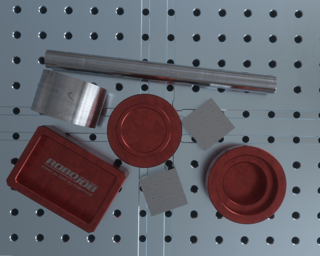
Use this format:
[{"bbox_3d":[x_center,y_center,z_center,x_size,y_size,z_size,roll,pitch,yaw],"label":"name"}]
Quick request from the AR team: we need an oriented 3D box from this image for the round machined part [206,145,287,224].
[{"bbox_3d":[0.109,0.071,0.406,0.099,0.042,0.097,0,90,0],"label":"round machined part"}]

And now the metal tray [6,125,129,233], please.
[{"bbox_3d":[-0.120,0.065,0.409,0.130,0.030,0.090,31,90,0],"label":"metal tray"}]

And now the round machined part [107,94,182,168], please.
[{"bbox_3d":[-0.020,0.003,0.404,0.099,0.042,0.097,0,87,0],"label":"round machined part"}]

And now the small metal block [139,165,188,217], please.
[{"bbox_3d":[0.005,0.083,0.413,0.050,0.025,0.050,-19,90,0],"label":"small metal block"}]

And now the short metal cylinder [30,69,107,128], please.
[{"bbox_3d":[-0.111,-0.035,0.385,0.080,0.080,0.050,18,90,0],"label":"short metal cylinder"}]

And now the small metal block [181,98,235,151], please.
[{"bbox_3d":[0.062,-0.005,0.414,0.050,0.025,0.050,-38,90,0],"label":"small metal block"}]

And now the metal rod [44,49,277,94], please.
[{"bbox_3d":[0.001,-0.075,0.413,0.302,0.025,0.025,7,90,0],"label":"metal rod"}]
